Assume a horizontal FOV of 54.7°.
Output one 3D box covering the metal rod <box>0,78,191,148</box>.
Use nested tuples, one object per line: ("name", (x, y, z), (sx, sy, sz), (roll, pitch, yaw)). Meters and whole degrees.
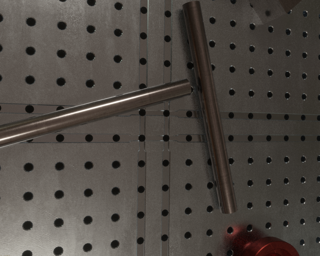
("metal rod", (-0.099, -0.015, 0.376), (0.302, 0.025, 0.025), (-17, 96, -20))

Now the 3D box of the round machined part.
("round machined part", (0.160, 0.212, 0.465), (0.099, 0.042, 0.097), (0, 90, -21))

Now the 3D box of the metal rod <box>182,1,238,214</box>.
("metal rod", (0.072, -0.026, 0.440), (0.025, 0.025, 0.298), (-13, 95, -20))

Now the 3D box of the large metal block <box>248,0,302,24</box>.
("large metal block", (0.177, -0.219, 0.466), (0.080, 0.050, 0.080), (-42, 104, -15))
